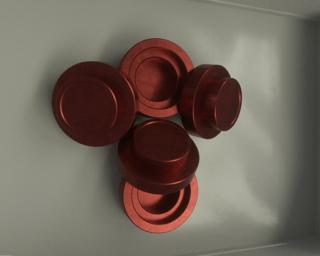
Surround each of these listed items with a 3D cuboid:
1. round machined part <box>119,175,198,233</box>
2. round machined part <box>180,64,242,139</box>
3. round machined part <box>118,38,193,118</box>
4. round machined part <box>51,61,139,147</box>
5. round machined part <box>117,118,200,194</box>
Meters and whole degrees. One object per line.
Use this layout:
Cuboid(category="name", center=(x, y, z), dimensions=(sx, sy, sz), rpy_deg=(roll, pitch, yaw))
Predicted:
Cuboid(category="round machined part", center=(-0.004, 0.080, 0.398), dimensions=(0.099, 0.042, 0.097), rpy_deg=(0, 90, -20))
Cuboid(category="round machined part", center=(0.072, -0.033, 0.402), dimensions=(0.099, 0.042, 0.097), rpy_deg=(-18, 114, -47))
Cuboid(category="round machined part", center=(-0.008, -0.060, 0.396), dimensions=(0.099, 0.042, 0.097), rpy_deg=(0, 90, -20))
Cuboid(category="round machined part", center=(-0.076, -0.025, 0.348), dimensions=(0.098, 0.042, 0.097), rpy_deg=(1, 102, 7))
Cuboid(category="round machined part", center=(-0.001, 0.026, 0.369), dimensions=(0.099, 0.098, 0.042), rpy_deg=(-7, 137, -20))
